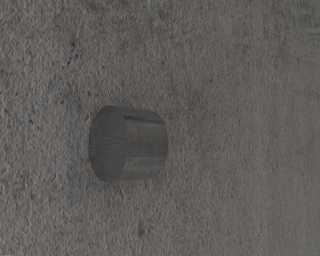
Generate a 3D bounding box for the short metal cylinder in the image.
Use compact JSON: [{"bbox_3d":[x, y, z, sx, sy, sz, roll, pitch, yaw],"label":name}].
[{"bbox_3d":[-0.036,0.017,0.338,0.050,0.080,0.080,4,87,-40],"label":"short metal cylinder"}]
